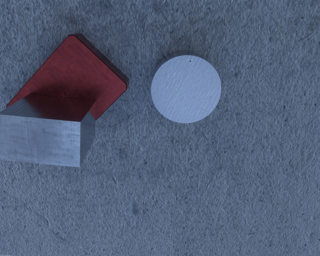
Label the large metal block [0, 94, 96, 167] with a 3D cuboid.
[{"bbox_3d":[-0.120,0.000,0.347,0.081,0.080,0.050,5,110,-2],"label":"large metal block"}]

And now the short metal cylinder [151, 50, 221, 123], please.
[{"bbox_3d":[0.030,-0.052,0.378,0.081,0.050,0.079,0,110,0],"label":"short metal cylinder"}]

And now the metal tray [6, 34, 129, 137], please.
[{"bbox_3d":[-0.115,-0.042,0.391,0.130,0.030,0.090,-43,105,14],"label":"metal tray"}]
